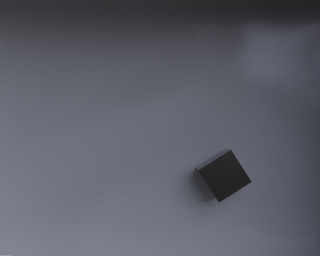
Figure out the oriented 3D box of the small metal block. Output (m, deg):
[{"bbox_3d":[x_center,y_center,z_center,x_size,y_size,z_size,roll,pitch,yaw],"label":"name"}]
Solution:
[{"bbox_3d":[0.084,0.062,0.413,0.050,0.025,0.050,-32,90,-1],"label":"small metal block"}]
